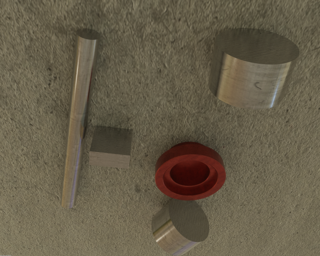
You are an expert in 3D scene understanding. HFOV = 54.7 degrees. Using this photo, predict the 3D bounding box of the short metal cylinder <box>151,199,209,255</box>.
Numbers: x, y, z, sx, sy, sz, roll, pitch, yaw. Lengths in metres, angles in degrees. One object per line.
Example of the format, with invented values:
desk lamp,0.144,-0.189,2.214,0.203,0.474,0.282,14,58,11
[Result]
short metal cylinder,0.033,0.159,0.507,0.080,0.080,0.050,27,125,-21

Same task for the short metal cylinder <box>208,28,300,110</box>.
short metal cylinder,0.093,-0.063,0.319,0.081,0.080,0.050,2,130,-2

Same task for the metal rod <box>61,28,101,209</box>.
metal rod,-0.113,0.012,0.415,0.025,0.025,0.298,11,129,-10

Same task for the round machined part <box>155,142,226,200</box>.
round machined part,0.042,0.058,0.446,0.099,0.042,0.097,0,130,0

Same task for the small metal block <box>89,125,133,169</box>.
small metal block,-0.064,0.025,0.411,0.050,0.050,0.025,7,130,-6
